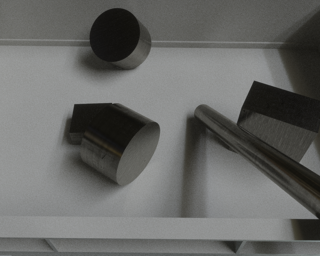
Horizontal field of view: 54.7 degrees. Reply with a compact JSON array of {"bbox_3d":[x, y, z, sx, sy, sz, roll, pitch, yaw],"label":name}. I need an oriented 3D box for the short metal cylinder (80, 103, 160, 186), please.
[{"bbox_3d":[-0.043,0.018,0.354,0.050,0.080,0.080,28,55,21],"label":"short metal cylinder"}]

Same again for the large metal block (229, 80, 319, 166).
[{"bbox_3d":[0.136,0.000,0.371,0.080,0.080,0.050,21,53,16],"label":"large metal block"}]

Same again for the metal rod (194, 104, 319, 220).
[{"bbox_3d":[0.095,0.025,0.288,0.025,0.025,0.300,-12,20,-10],"label":"metal rod"}]

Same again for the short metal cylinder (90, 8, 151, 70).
[{"bbox_3d":[-0.059,-0.135,0.475,0.080,0.050,0.080,-1,87,17],"label":"short metal cylinder"}]

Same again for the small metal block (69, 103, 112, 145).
[{"bbox_3d":[-0.088,-0.006,0.409,0.050,0.025,0.050,-2,50,-2],"label":"small metal block"}]
